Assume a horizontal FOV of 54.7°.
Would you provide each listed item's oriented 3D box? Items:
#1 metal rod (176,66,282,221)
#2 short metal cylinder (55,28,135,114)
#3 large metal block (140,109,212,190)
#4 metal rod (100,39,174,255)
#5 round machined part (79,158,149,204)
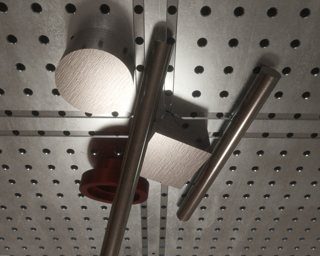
[{"bbox_3d":[0.085,0.044,0.450,0.025,0.025,0.298,13,129,-11],"label":"metal rod"},{"bbox_3d":[-0.068,-0.062,0.341,0.081,0.050,0.079,-1,130,-1],"label":"short metal cylinder"},{"bbox_3d":[0.012,0.030,0.421,0.080,0.050,0.080,22,127,-18],"label":"large metal block"},{"bbox_3d":[-0.034,0.044,0.380,0.025,0.025,0.298,12,108,-10],"label":"metal rod"},{"bbox_3d":[-0.064,0.077,0.452,0.099,0.042,0.098,4,150,3],"label":"round machined part"}]
